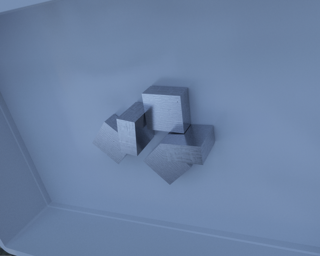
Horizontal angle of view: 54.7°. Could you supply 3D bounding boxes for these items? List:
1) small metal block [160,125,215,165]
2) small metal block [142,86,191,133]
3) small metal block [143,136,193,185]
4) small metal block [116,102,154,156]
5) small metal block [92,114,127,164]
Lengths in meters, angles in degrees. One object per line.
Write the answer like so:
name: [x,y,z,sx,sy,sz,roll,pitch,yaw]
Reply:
small metal block: [0.035,0.019,0.381,0.050,0.050,0.025,3,120,26]
small metal block: [0.009,-0.023,0.386,0.050,0.025,0.050,6,121,24]
small metal block: [0.014,0.042,0.424,0.050,0.025,0.050,42,129,-1]
small metal block: [-0.031,0.000,0.405,0.025,0.050,0.050,12,123,21]
small metal block: [-0.063,0.016,0.448,0.050,0.025,0.050,39,129,1]
